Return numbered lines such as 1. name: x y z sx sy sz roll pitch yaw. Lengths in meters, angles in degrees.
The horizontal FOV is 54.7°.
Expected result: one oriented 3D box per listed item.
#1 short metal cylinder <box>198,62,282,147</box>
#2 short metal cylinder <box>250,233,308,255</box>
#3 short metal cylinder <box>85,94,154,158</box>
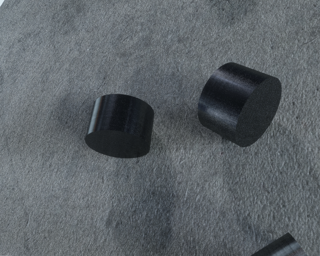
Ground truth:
1. short metal cylinder: 0.087 -0.026 0.339 0.050 0.080 0.080 33 80 38
2. short metal cylinder: 0.103 0.129 0.236 0.050 0.080 0.080 -35 51 5
3. short metal cylinder: -0.050 0.000 0.395 0.080 0.080 0.050 -8 59 24
